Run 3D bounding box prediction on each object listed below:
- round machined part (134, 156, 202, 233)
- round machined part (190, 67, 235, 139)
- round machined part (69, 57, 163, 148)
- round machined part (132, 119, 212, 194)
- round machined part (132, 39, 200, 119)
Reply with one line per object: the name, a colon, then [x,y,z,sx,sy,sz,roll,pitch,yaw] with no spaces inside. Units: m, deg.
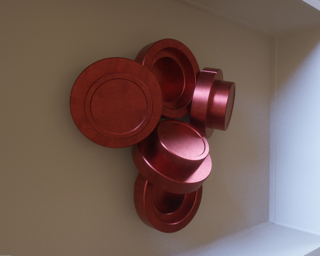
round machined part: [0.006,0.080,0.398,0.099,0.042,0.097,0,90,-40]
round machined part: [0.077,-0.033,0.428,0.098,0.042,0.097,10,91,-71]
round machined part: [-0.045,-0.025,0.328,0.099,0.042,0.097,-3,102,-12]
round machined part: [0.020,0.027,0.372,0.099,0.098,0.042,-9,140,-40]
round machined part: [0.004,-0.060,0.395,0.099,0.042,0.097,0,90,-40]
